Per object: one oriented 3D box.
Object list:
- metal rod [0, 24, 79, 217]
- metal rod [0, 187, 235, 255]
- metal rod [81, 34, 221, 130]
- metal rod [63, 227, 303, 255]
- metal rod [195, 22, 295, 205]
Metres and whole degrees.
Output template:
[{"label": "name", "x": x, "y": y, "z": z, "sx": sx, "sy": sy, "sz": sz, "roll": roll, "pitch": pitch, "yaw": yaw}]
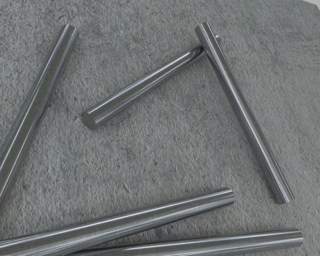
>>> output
[{"label": "metal rod", "x": -0.141, "y": -0.008, "z": 0.332, "sx": 0.025, "sy": 0.025, "sz": 0.300, "roll": 21, "pitch": 54, "yaw": -16}, {"label": "metal rod", "x": -0.036, "y": 0.096, "z": 0.310, "sx": 0.303, "sy": 0.025, "sz": 0.025, "roll": -4, "pitch": 64, "yaw": -36}, {"label": "metal rod", "x": 0.007, "y": -0.082, "z": 0.459, "sx": 0.025, "sy": 0.025, "sz": 0.302, "roll": 47, "pitch": 51, "yaw": 4}, {"label": "metal rod", "x": 0.046, "y": 0.135, "z": 0.347, "sx": 0.302, "sy": 0.025, "sz": 0.025, "roll": 5, "pitch": 60, "yaw": -26}, {"label": "metal rod", "x": 0.124, "y": -0.030, "z": 0.473, "sx": 0.025, "sy": 0.025, "sz": 0.299, "roll": -14, "pitch": 75, "yaw": -34}]
